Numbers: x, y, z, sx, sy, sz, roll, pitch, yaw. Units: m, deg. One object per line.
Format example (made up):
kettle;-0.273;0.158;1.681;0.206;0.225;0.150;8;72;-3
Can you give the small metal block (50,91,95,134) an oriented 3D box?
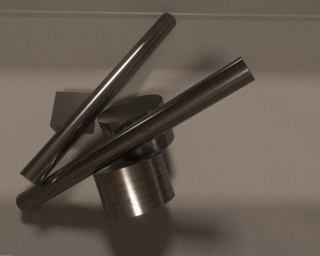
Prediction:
small metal block;-0.115;-0.020;0.416;0.050;0.025;0.050;2;70;0

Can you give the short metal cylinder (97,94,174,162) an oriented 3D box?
short metal cylinder;-0.028;-0.002;0.374;0.080;0.080;0.050;-21;111;-8

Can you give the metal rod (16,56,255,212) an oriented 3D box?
metal rod;-0.043;0.019;0.326;0.300;0.025;0.025;-31;71;20

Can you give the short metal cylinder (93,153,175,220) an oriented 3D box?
short metal cylinder;-0.029;0.064;0.351;0.081;0.080;0.050;-18;90;-7

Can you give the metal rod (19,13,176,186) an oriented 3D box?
metal rod;-0.066;-0.053;0.407;0.025;0.025;0.301;31;65;10
